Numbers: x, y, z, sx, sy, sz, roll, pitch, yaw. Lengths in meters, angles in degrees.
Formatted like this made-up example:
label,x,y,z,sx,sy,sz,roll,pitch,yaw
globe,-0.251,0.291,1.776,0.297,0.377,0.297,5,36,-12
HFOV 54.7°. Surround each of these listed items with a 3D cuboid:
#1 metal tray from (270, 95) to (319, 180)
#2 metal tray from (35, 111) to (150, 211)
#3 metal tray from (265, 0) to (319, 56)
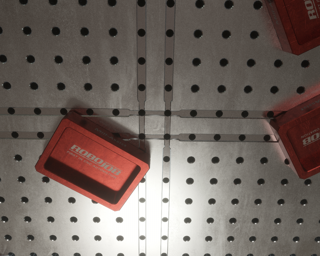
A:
label,x,y,z,sx,sy,sz,roll,pitch,yaw
metal tray,0.228,0.002,0.414,0.130,0.030,0.090,-28,108,9
metal tray,-0.090,0.048,0.427,0.130,0.030,0.090,31,107,-11
metal tray,0.169,-0.161,0.353,0.090,0.030,0.130,-26,109,8
